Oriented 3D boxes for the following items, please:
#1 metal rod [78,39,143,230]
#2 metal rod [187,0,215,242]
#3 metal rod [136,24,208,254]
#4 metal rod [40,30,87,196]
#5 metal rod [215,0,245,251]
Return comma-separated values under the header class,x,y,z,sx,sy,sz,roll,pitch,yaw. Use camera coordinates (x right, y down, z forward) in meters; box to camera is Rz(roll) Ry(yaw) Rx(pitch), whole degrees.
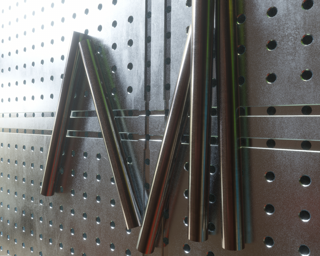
class,x,y,z,sx,sy,sz,roll,pitch,yaw
metal rod,-0.077,0.000,0.470,0.025,0.025,0.299,-28,73,36
metal rod,0.046,-0.017,0.354,0.025,0.025,0.298,6,98,39
metal rod,0.014,0.022,0.396,0.025,0.025,0.298,22,104,37
metal rod,-0.172,-0.019,0.547,0.025,0.025,0.298,25,105,37
metal rod,0.076,-0.018,0.345,0.025,0.025,0.298,-3,88,39
